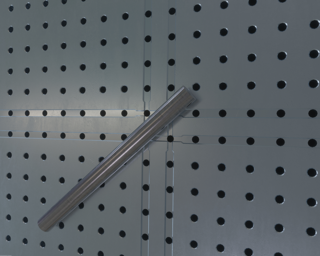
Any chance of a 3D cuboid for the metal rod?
[{"bbox_3d":[-0.069,0.051,0.437,0.299,0.025,0.025,-42,77,15],"label":"metal rod"}]
